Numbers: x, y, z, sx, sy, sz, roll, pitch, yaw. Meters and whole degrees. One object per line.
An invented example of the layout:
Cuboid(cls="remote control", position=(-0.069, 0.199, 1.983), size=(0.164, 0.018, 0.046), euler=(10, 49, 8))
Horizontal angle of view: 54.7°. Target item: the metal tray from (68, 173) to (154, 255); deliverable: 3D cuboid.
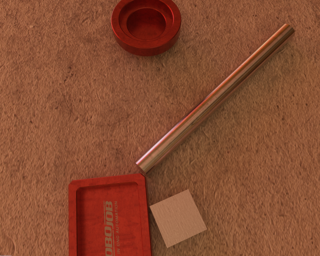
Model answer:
Cuboid(cls="metal tray", position=(-0.056, 0.123, 0.356), size=(0.091, 0.030, 0.129), euler=(-6, 71, -1))

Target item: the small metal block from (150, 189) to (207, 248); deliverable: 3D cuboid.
Cuboid(cls="small metal block", position=(0.021, 0.108, 0.369), size=(0.050, 0.025, 0.050), euler=(-22, 72, -8))

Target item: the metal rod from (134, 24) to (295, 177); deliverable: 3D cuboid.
Cuboid(cls="metal rod", position=(0.083, -0.047, 0.426), size=(0.301, 0.025, 0.025), euler=(-43, 76, -14))

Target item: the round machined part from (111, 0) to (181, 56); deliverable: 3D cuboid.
Cuboid(cls="round machined part", position=(-0.019, -0.146, 0.452), size=(0.099, 0.042, 0.098), euler=(0, 70, -1))
